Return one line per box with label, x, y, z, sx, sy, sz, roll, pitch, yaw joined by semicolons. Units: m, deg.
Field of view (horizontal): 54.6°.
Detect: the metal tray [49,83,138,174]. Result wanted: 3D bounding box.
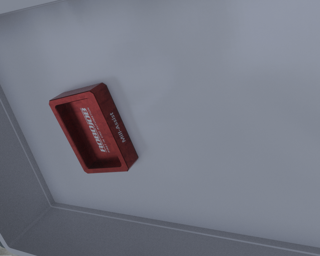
metal tray;-0.097;0.005;0.460;0.090;0.030;0.129;-8;115;32
